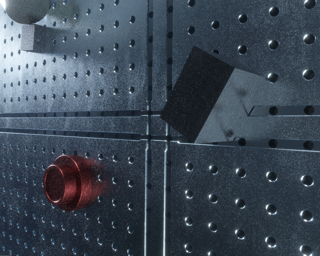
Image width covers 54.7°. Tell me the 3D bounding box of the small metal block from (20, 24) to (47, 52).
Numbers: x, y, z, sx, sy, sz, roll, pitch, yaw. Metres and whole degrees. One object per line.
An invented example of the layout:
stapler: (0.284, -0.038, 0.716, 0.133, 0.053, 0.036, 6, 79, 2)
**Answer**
small metal block: (-0.253, -0.178, 0.619, 0.050, 0.025, 0.050, 11, 97, 39)

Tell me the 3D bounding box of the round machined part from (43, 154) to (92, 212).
round machined part: (-0.165, 0.096, 0.535, 0.098, 0.042, 0.097, 0, 90, 40)

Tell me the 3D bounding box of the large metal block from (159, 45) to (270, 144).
large metal block: (0.058, -0.032, 0.326, 0.050, 0.081, 0.079, 39, 114, 33)

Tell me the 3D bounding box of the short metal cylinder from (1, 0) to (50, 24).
short metal cylinder: (-0.259, -0.246, 0.588, 0.080, 0.081, 0.050, -51, 60, 28)
